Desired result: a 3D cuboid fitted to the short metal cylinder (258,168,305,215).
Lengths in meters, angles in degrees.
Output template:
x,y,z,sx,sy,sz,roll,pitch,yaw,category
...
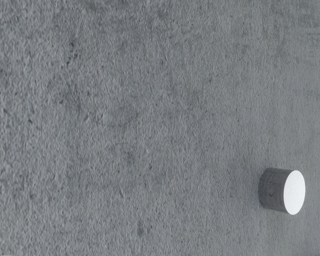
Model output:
x,y,z,sx,sy,sz,roll,pitch,yaw,category
0.229,0.117,0.580,0.081,0.050,0.080,0,90,-40,short metal cylinder
